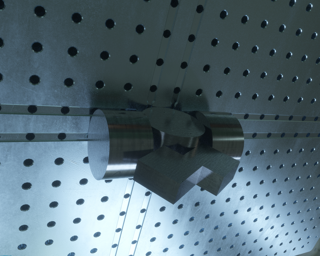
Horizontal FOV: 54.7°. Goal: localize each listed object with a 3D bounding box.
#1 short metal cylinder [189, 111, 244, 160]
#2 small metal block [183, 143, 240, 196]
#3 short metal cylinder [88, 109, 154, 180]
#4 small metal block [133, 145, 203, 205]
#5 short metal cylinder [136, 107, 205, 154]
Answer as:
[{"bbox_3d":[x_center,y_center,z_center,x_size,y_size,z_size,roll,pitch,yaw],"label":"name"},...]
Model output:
[{"bbox_3d":[0.067,0.017,0.422,0.050,0.080,0.079,1,118,-28],"label":"short metal cylinder"},{"bbox_3d":[0.056,0.045,0.354,0.050,0.050,0.025,-24,135,-54],"label":"small metal block"},{"bbox_3d":[-0.048,0.019,0.360,0.050,0.080,0.079,1,118,-29],"label":"short metal cylinder"},{"bbox_3d":[0.009,0.047,0.324,0.050,0.050,0.025,-25,136,-54],"label":"small metal block"},{"bbox_3d":[0.011,0.013,0.389,0.081,0.080,0.050,1,118,-29],"label":"short metal cylinder"}]
